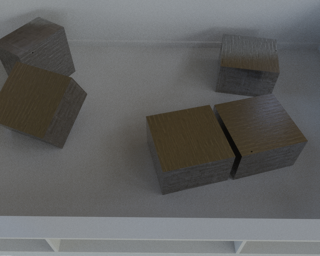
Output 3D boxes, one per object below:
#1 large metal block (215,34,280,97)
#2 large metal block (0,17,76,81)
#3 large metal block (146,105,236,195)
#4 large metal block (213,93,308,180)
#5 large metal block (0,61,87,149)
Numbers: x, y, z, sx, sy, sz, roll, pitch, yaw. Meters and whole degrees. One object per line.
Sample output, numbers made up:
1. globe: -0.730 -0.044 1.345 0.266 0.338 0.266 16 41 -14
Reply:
1. large metal block: 0.131 -0.095 0.470 0.080 0.050 0.080 8 50 6
2. large metal block: -0.178 -0.101 0.452 0.050 0.080 0.080 27 55 20
3. large metal block: 0.032 0.024 0.369 0.081 0.050 0.080 -11 51 -10
4. large metal block: 0.116 0.009 0.383 0.081 0.050 0.080 -12 51 -10
5. large metal block: -0.152 -0.028 0.392 0.080 0.050 0.080 17 76 13
